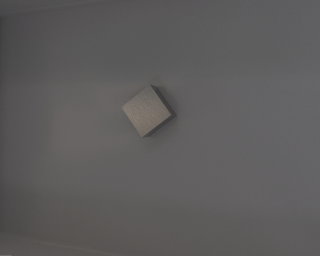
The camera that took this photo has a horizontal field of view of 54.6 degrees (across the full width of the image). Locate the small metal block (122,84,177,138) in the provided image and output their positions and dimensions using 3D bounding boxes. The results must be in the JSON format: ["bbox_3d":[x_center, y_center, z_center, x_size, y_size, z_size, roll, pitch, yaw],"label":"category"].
[{"bbox_3d":[-0.014,-0.022,0.416,0.050,0.025,0.050,-38,78,16],"label":"small metal block"}]
